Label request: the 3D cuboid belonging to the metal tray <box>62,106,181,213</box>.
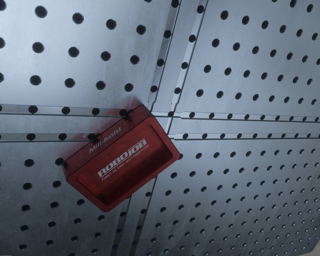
[{"bbox_3d":[-0.047,0.043,0.407,0.130,0.030,0.090,-37,129,-4],"label":"metal tray"}]
